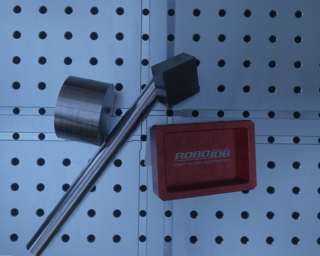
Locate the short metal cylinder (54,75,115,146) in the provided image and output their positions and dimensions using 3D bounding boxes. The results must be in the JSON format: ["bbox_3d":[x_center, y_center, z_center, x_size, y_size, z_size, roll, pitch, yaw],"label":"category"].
[{"bbox_3d":[-0.091,-0.021,0.385,0.050,0.080,0.080,11,90,0],"label":"short metal cylinder"}]

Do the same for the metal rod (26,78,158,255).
[{"bbox_3d":[-0.077,0.041,0.412,0.025,0.025,0.299,37,90,0],"label":"metal rod"}]

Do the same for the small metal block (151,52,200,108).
[{"bbox_3d":[0.021,-0.061,0.393,0.050,0.025,0.050,-29,129,-22],"label":"small metal block"}]

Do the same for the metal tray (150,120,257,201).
[{"bbox_3d":[0.056,0.037,0.392,0.131,0.030,0.089,-4,92,-16],"label":"metal tray"}]

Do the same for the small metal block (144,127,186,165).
[{"bbox_3d":[0.007,0.025,0.413,0.050,0.025,0.050,5,90,0],"label":"small metal block"}]
